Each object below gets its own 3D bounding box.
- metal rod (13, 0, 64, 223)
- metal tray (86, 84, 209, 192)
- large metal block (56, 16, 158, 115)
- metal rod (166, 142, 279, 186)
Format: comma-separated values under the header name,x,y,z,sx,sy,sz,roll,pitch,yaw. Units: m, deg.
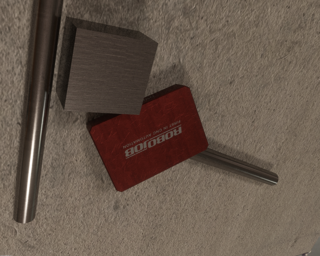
name,x,y,z,sx,sy,sz,roll,pitch,yaw
metal rod,-0.129,-0.022,0.323,0.025,0.025,0.298,2,118,-30
metal tray,-0.013,0.010,0.386,0.131,0.030,0.090,-25,109,-13
large metal block,-0.058,-0.062,0.322,0.081,0.050,0.079,2,118,-30
metal rod,0.099,0.053,0.496,0.302,0.025,0.025,21,107,-36
